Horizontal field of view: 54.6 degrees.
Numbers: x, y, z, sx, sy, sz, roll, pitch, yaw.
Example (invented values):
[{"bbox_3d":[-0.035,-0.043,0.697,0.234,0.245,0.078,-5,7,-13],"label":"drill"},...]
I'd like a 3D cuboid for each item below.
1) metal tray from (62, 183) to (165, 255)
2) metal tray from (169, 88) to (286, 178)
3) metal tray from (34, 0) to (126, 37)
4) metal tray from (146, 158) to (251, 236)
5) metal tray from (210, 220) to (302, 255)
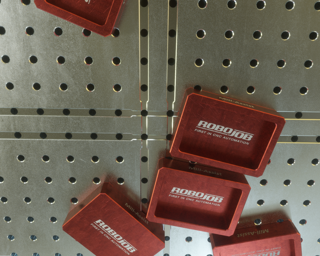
[{"bbox_3d":[-0.067,0.155,0.467,0.090,0.030,0.130,-42,105,13],"label":"metal tray"},{"bbox_3d":[0.086,0.007,0.413,0.131,0.030,0.089,14,109,-6],"label":"metal tray"},{"bbox_3d":[-0.074,-0.180,0.343,0.090,0.030,0.129,22,109,-8],"label":"metal tray"},{"bbox_3d":[0.053,0.101,0.447,0.131,0.030,0.089,12,110,-5],"label":"metal tray"},{"bbox_3d":[0.151,0.201,0.485,0.131,0.030,0.090,-12,110,4],"label":"metal tray"}]
